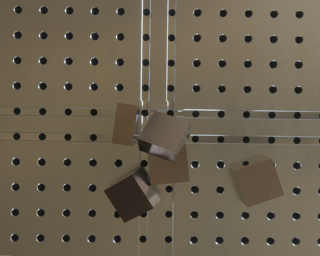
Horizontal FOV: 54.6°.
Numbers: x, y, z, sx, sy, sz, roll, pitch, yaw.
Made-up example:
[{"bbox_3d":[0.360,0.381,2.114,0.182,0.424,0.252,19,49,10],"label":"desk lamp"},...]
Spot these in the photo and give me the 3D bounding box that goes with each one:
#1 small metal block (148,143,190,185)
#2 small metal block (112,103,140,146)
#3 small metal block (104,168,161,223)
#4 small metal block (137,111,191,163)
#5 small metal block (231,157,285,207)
[{"bbox_3d":[0.011,0.047,0.413,0.050,0.025,0.050,-6,90,0],"label":"small metal block"},{"bbox_3d":[-0.043,-0.004,0.401,0.025,0.050,0.050,8,90,0],"label":"small metal block"},{"bbox_3d":[-0.036,0.088,0.404,0.050,0.025,0.050,-32,90,24],"label":"small metal block"},{"bbox_3d":[0.006,0.011,0.395,0.050,0.025,0.050,19,54,18],"label":"small metal block"},{"bbox_3d":[0.130,0.071,0.414,0.050,0.025,0.050,-19,90,0],"label":"small metal block"}]
